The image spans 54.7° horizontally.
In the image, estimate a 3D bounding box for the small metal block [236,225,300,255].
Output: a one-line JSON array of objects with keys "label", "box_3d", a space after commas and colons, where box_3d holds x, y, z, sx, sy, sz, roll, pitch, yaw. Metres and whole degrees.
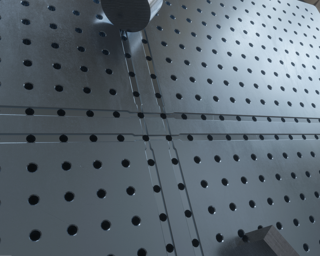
[{"label": "small metal block", "box_3d": [0.130, 0.150, 0.373, 0.050, 0.050, 0.025, 49, 51, 6]}]

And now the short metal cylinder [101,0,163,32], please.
[{"label": "short metal cylinder", "box_3d": [-0.042, -0.194, 0.470, 0.080, 0.080, 0.050, 33, 51, -7]}]
